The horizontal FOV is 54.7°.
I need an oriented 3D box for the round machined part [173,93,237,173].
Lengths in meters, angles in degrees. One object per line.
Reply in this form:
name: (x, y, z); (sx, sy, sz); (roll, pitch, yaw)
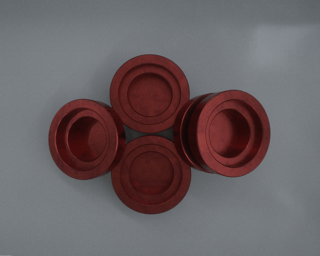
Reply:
round machined part: (0.061, 0.006, 0.391); (0.099, 0.042, 0.097); (0, 89, -22)

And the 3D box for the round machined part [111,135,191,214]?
round machined part: (-0.011, 0.057, 0.400); (0.099, 0.042, 0.097); (0, 90, 0)

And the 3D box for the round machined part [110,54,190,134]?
round machined part: (-0.013, -0.042, 0.400); (0.099, 0.042, 0.097); (0, 90, 0)

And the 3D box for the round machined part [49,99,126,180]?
round machined part: (-0.087, 0.014, 0.390); (0.098, 0.042, 0.097); (0, 90, 20)

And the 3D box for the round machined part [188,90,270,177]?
round machined part: (0.076, 0.006, 0.363); (0.099, 0.042, 0.097); (0, 90, -22)
